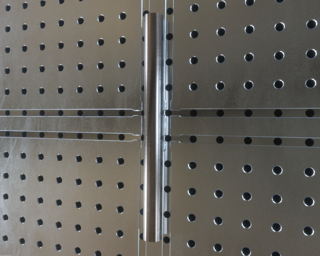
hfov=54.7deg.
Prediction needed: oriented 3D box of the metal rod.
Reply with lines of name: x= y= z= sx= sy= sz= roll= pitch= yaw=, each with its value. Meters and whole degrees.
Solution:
metal rod: x=-0.009 y=-0.001 z=0.415 sx=0.025 sy=0.025 sz=0.298 roll=0 pitch=90 yaw=19
